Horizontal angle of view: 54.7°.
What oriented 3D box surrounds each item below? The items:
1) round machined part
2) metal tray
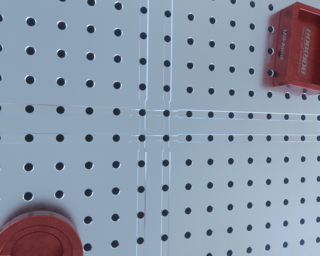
[{"bbox_3d":[-0.140,0.142,0.352,0.099,0.042,0.097,0,90,-21],"label":"round machined part"},{"bbox_3d":[0.235,-0.125,0.498,0.091,0.030,0.129,8,87,-20],"label":"metal tray"}]
